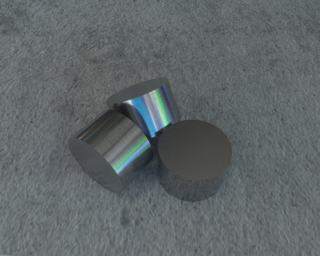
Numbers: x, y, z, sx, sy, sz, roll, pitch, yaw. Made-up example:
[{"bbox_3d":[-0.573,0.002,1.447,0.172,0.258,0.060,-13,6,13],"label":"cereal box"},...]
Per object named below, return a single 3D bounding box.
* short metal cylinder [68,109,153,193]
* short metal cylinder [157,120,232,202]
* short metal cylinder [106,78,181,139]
[{"bbox_3d":[-0.055,0.026,0.345,0.080,0.080,0.050,30,56,22],"label":"short metal cylinder"},{"bbox_3d":[0.038,0.037,0.355,0.081,0.050,0.080,1,51,-1],"label":"short metal cylinder"},{"bbox_3d":[-0.020,-0.024,0.383,0.080,0.050,0.080,-18,19,7],"label":"short metal cylinder"}]
